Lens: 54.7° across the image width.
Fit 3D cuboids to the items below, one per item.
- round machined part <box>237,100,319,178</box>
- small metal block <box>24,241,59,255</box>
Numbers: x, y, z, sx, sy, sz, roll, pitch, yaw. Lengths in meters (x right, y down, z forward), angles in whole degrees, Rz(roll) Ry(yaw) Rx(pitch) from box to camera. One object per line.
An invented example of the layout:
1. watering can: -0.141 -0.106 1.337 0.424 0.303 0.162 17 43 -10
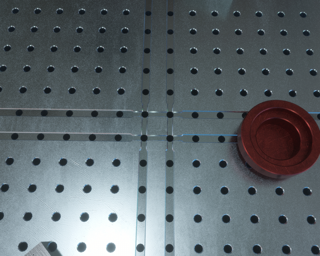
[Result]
1. round machined part: 0.148 0.017 0.397 0.099 0.042 0.098 0 70 0
2. small metal block: -0.137 0.166 0.350 0.050 0.025 0.050 -40 75 -13
